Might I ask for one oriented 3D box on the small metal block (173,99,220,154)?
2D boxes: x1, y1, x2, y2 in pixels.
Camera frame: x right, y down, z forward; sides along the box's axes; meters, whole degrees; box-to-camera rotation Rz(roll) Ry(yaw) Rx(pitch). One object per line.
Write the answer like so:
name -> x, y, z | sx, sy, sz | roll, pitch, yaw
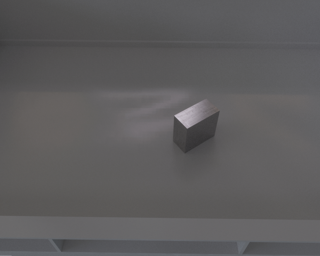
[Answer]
small metal block -> 0.045, -0.002, 0.391 | 0.050, 0.050, 0.025 | -28, 56, -22
